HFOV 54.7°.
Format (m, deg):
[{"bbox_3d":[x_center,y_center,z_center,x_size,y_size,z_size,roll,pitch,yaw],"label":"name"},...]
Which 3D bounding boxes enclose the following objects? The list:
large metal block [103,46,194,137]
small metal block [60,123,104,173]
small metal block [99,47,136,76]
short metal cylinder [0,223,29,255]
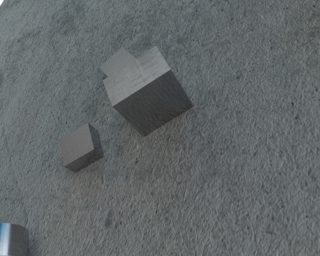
[{"bbox_3d":[-0.013,-0.045,0.403,0.080,0.080,0.050,-32,52,7],"label":"large metal block"},{"bbox_3d":[-0.113,0.028,0.446,0.050,0.025,0.050,-30,52,9],"label":"small metal block"},{"bbox_3d":[-0.061,-0.095,0.494,0.050,0.025,0.050,-42,51,-1],"label":"small metal block"},{"bbox_3d":[-0.206,0.156,0.380,0.080,0.080,0.050,-23,53,14],"label":"short metal cylinder"}]
